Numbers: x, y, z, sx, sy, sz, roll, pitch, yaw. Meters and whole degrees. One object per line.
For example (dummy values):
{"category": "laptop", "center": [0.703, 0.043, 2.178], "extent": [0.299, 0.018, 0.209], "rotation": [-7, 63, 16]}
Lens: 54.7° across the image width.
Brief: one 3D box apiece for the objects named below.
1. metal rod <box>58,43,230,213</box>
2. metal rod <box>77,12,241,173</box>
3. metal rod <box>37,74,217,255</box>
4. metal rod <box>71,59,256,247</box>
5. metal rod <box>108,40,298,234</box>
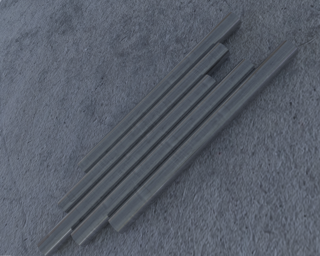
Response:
{"category": "metal rod", "center": [-0.019, -0.002, 0.415], "extent": [0.300, 0.025, 0.025], "rotation": [-45, 51, -4]}
{"category": "metal rod", "center": [0.002, -0.050, 0.434], "extent": [0.300, 0.025, 0.025], "rotation": [-45, 51, -4]}
{"category": "metal rod", "center": [-0.037, 0.045, 0.396], "extent": [0.300, 0.025, 0.025], "rotation": [-45, 51, -4]}
{"category": "metal rod", "center": [0.007, 0.028, 0.383], "extent": [0.300, 0.025, 0.025], "rotation": [-45, 51, -4]}
{"category": "metal rod", "center": [0.054, 0.008, 0.371], "extent": [0.300, 0.025, 0.025], "rotation": [-45, 51, -4]}
